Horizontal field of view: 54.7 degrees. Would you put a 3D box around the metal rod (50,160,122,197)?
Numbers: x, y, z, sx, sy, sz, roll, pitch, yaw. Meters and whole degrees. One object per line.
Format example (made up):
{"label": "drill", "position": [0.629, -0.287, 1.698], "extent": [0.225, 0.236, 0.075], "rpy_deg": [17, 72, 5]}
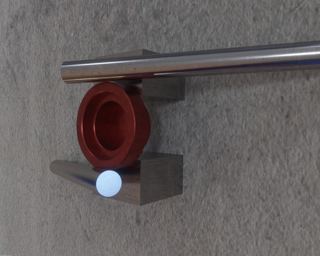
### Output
{"label": "metal rod", "position": [-0.118, 0.062, 0.429], "extent": [0.299, 0.025, 0.025], "rpy_deg": [-7, 85, 62]}

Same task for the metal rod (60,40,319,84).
{"label": "metal rod", "position": [0.040, -0.063, 0.302], "extent": [0.301, 0.025, 0.025], "rpy_deg": [0, 90, 17]}

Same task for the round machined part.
{"label": "round machined part", "position": [-0.049, -0.002, 0.357], "extent": [0.098, 0.042, 0.097], "rpy_deg": [0, 90, 39]}

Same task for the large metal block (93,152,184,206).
{"label": "large metal block", "position": [-0.026, 0.058, 0.390], "extent": [0.080, 0.081, 0.050], "rpy_deg": [2, 91, 39]}

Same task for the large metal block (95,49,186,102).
{"label": "large metal block", "position": [-0.024, -0.061, 0.388], "extent": [0.080, 0.081, 0.050], "rpy_deg": [2, 91, 39]}
